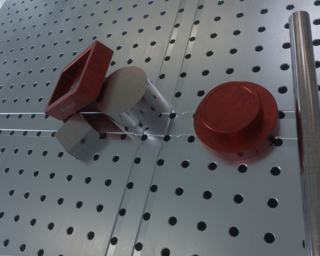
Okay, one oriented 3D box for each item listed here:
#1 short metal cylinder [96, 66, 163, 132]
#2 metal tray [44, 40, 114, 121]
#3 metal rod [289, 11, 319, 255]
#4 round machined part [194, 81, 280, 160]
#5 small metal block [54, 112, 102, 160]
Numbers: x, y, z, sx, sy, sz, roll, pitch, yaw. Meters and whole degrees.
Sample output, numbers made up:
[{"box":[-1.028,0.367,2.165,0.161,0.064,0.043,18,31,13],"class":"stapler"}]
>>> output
[{"box":[-0.042,-0.040,0.439,0.080,0.050,0.080,-13,56,21],"class":"short metal cylinder"},{"box":[-0.128,-0.070,0.481,0.130,0.030,0.090,-19,50,48],"class":"metal tray"},{"box":[0.159,-0.011,0.331,0.025,0.025,0.299,-5,59,25],"class":"metal rod"},{"box":[0.086,-0.015,0.362,0.098,0.042,0.098,-13,56,21],"class":"round machined part"},{"box":[-0.124,0.010,0.467,0.050,0.025,0.050,-46,51,-4],"class":"small metal block"}]
